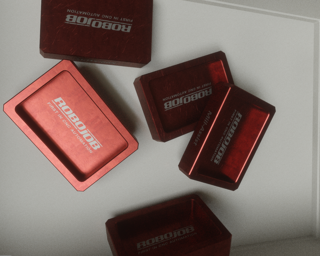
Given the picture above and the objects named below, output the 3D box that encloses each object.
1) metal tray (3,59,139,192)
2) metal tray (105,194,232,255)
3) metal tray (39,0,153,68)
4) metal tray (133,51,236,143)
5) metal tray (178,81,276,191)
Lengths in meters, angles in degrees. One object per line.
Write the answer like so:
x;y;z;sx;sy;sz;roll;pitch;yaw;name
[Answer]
-0.099;-0.003;0.360;0.090;0.030;0.130;-38;103;-2;metal tray
0.009;0.133;0.378;0.131;0.090;0.030;-12;118;-20;metal tray
-0.076;-0.127;0.380;0.131;0.030;0.089;2;89;-21;metal tray
0.040;-0.044;0.423;0.131;0.030;0.090;-21;97;-19;metal tray
0.091;0.014;0.418;0.091;0.030;0.129;21;97;-31;metal tray
